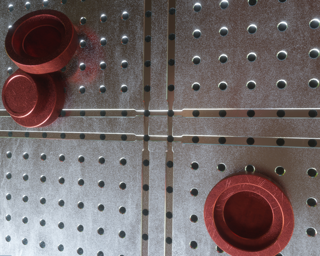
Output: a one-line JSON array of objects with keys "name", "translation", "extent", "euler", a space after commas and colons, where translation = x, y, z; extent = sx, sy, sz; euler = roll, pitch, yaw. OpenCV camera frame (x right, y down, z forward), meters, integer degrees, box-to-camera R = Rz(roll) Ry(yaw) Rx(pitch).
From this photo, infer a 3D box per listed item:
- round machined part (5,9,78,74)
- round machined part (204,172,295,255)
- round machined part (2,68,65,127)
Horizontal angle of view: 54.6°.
[{"name": "round machined part", "translation": [-0.166, -0.120, 0.450], "extent": [0.098, 0.042, 0.098], "euler": [-2, 68, 5]}, {"name": "round machined part", "translation": [0.105, 0.100, 0.367], "extent": [0.098, 0.042, 0.097], "euler": [0, 90, 20]}, {"name": "round machined part", "translation": [-0.200, -0.050, 0.475], "extent": [0.098, 0.042, 0.097], "euler": [0, 90, 20]}]
